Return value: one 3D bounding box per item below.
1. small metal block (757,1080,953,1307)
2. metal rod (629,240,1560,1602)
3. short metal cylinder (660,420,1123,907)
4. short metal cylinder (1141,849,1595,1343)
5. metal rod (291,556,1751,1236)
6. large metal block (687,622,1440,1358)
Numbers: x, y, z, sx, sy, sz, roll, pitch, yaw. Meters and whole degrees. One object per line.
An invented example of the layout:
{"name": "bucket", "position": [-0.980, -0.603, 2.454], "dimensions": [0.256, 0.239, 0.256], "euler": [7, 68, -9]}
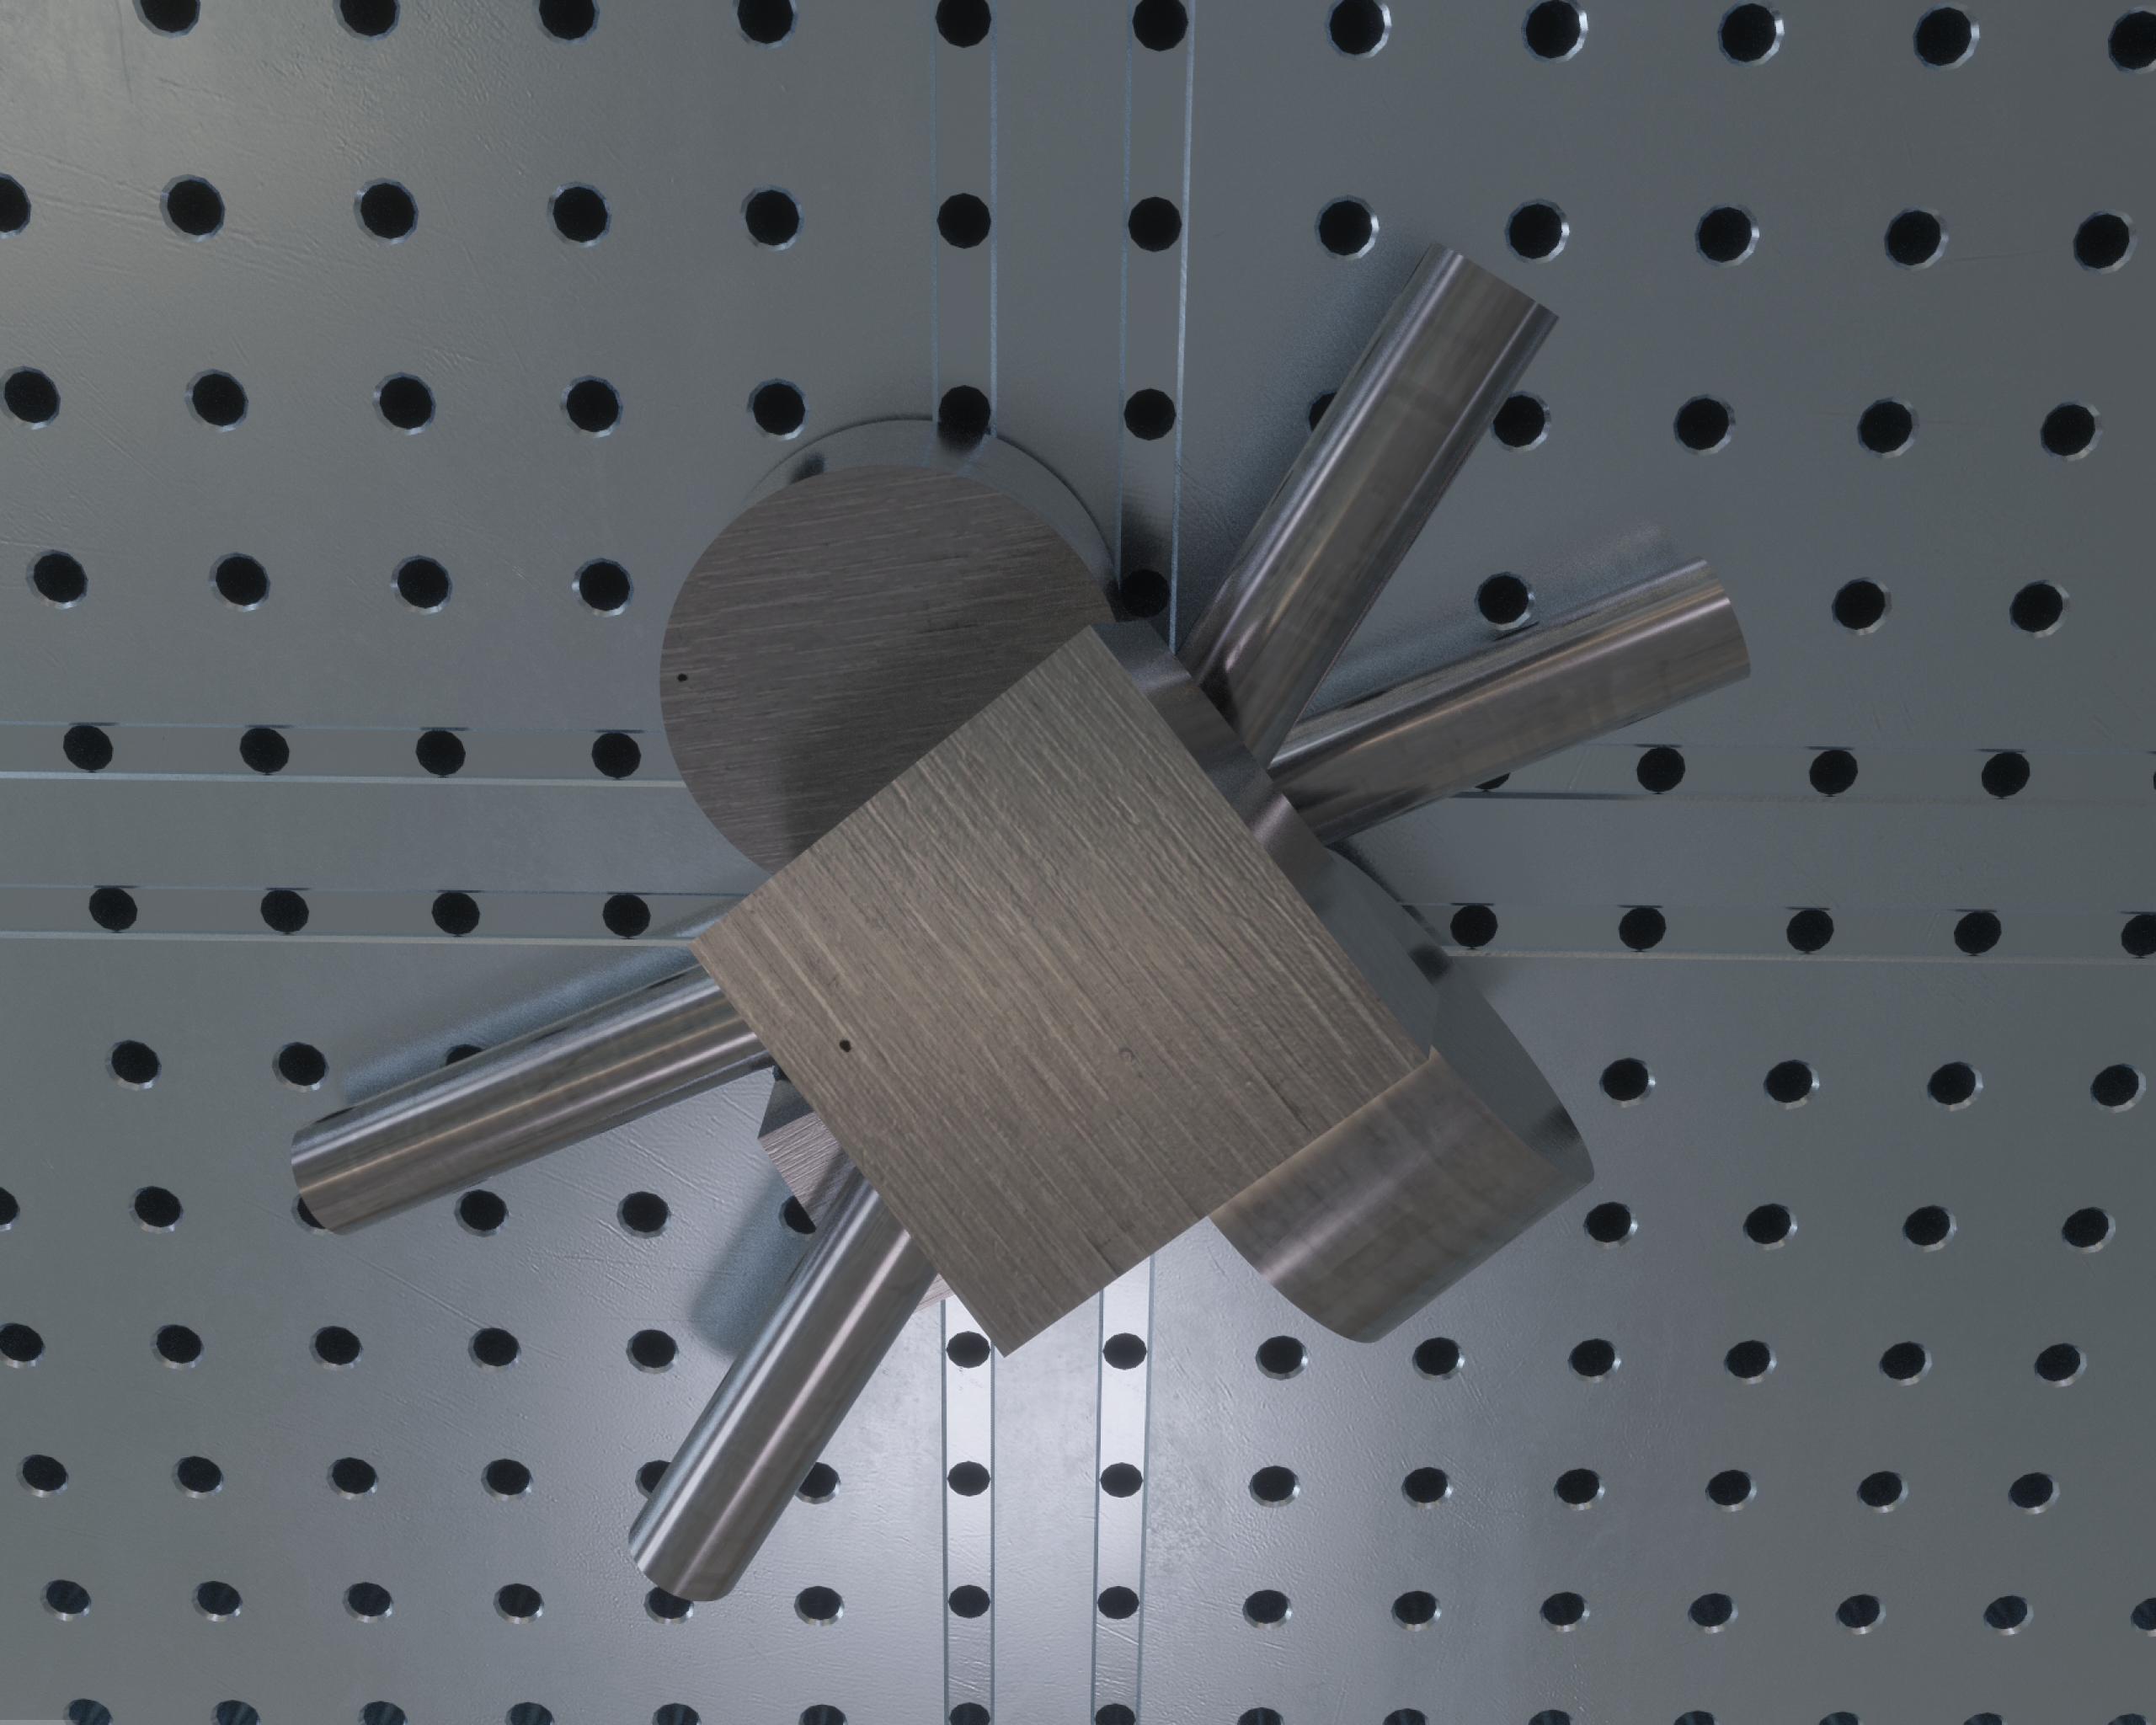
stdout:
{"name": "small metal block", "position": [-0.030, 0.060, 0.431], "dimensions": [0.050, 0.025, 0.050], "euler": [-27, 108, 9]}
{"name": "metal rod", "position": [-0.006, 0.023, 0.392], "dimensions": [0.025, 0.025, 0.298], "euler": [29, 107, -10]}
{"name": "short metal cylinder", "position": [-0.032, -0.037, 0.382], "dimensions": [0.081, 0.050, 0.079], "euler": [0, 110, 0]}
{"name": "short metal cylinder", "position": [0.052, 0.043, 0.397], "dimensions": [0.050, 0.080, 0.080], "euler": [-41, 105, 14]}
{"name": "metal rod", "position": [-0.017, 0.010, 0.413], "dimensions": [0.301, 0.025, 0.025], "euler": [-22, 109, 7]}
{"name": "large metal block", "position": [0.000, 0.018, 0.335], "dimensions": [0.080, 0.050, 0.080], "euler": [-38, 89, 13]}
